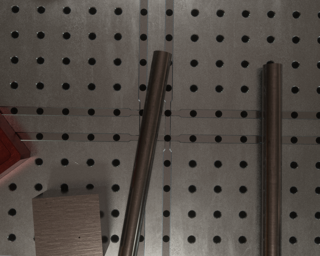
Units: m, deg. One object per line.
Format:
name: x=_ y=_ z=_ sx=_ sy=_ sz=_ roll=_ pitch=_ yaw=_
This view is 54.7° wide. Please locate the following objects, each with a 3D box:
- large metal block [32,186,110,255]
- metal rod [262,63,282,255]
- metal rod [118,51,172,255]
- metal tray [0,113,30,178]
large metal block: x=-0.112 y=0.122 z=0.400 sx=0.081 sy=0.050 sz=0.079 roll=-4 pitch=90 yaw=-1
metal rod: x=0.150 y=0.065 z=0.415 sx=0.025 sy=0.025 sz=0.298 roll=0 pitch=90 yaw=-1
metal rod: x=-0.022 y=0.047 z=0.413 sx=0.025 sy=0.025 sz=0.298 roll=10 pitch=90 yaw=-1
metal tray: x=-0.254 y=0.040 z=0.407 sx=0.130 sy=0.030 sz=0.090 roll=-36 pitch=90 yaw=-1
